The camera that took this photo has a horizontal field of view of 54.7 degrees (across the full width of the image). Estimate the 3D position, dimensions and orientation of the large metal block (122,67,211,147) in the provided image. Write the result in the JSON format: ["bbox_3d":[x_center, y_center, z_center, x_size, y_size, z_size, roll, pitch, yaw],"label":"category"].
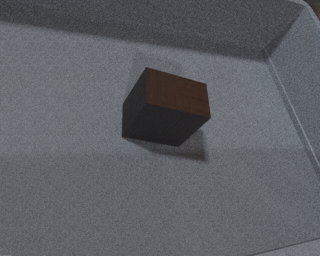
[{"bbox_3d":[0.005,-0.022,0.385,0.081,0.080,0.050,12,57,-22],"label":"large metal block"}]
